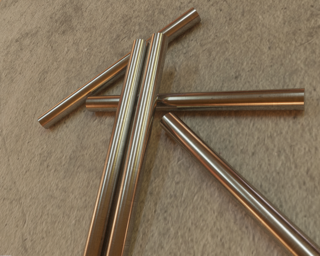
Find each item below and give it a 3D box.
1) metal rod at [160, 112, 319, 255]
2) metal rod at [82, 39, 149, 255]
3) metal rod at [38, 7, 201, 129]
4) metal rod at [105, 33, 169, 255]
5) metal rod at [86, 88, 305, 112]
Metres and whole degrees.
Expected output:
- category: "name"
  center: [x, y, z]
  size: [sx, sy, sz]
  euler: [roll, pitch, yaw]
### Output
- category: "metal rod"
  center: [0.092, 0.074, 0.309]
  size: [0.025, 0.025, 0.300]
  euler: [-43, 51, -2]
- category: "metal rod"
  center: [-0.052, 0.019, 0.395]
  size: [0.025, 0.025, 0.299]
  euler: [0, 68, 28]
- category: "metal rod"
  center: [-0.067, -0.092, 0.493]
  size: [0.300, 0.025, 0.025]
  euler: [-34, 52, 5]
- category: "metal rod"
  center: [-0.025, 0.014, 0.383]
  size: [0.025, 0.025, 0.299]
  euler: [0, 69, 28]
- category: "metal rod"
  center: [0.026, -0.034, 0.410]
  size: [0.300, 0.025, 0.025]
  euler: [1, 62, 28]
